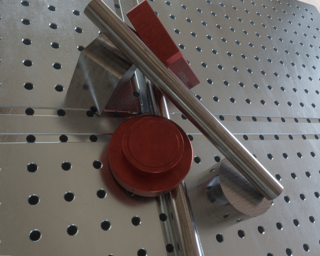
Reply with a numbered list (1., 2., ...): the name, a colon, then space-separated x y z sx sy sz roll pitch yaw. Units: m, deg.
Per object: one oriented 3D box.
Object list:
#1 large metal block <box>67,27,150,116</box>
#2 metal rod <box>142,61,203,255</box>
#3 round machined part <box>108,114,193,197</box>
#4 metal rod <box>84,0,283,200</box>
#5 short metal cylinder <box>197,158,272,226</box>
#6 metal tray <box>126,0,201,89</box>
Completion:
1. large metal block: -0.064 -0.075 0.386 0.050 0.080 0.080 36 51 -5
2. metal rod: 0.006 0.012 0.406 0.025 0.025 0.299 2 61 -28
3. round machined part: -0.010 0.026 0.357 0.099 0.042 0.098 4 62 -7
4. metal rod: 0.032 -0.027 0.353 0.300 0.025 0.025 45 50 -8
5. short metal cylinder: 0.096 0.079 0.398 0.081 0.050 0.080 14 56 -21
6. metal tray: 0.010 -0.105 0.426 0.090 0.030 0.130 60 11 15
